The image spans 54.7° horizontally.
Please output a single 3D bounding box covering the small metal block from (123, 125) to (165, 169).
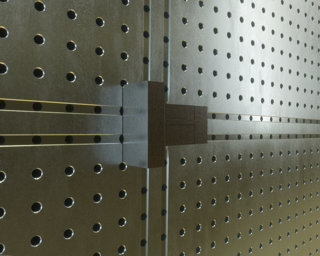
[{"bbox_3d":[-0.020,0.021,0.377,0.025,0.050,0.050,0,90,-40],"label":"small metal block"}]

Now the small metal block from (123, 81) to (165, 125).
[{"bbox_3d":[-0.020,-0.029,0.377,0.025,0.050,0.050,0,90,-40],"label":"small metal block"}]

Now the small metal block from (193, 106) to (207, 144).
[{"bbox_3d":[0.038,-0.004,0.426,0.025,0.050,0.050,0,90,-40],"label":"small metal block"}]

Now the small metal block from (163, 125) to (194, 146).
[{"bbox_3d":[0.009,0.009,0.401,0.050,0.050,0.025,0,91,-40],"label":"small metal block"}]

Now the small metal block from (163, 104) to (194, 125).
[{"bbox_3d":[0.009,-0.017,0.401,0.050,0.050,0.025,0,91,-40],"label":"small metal block"}]
